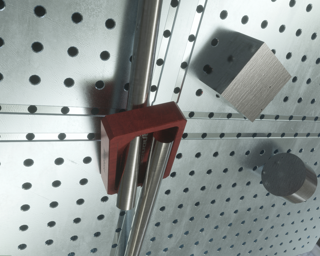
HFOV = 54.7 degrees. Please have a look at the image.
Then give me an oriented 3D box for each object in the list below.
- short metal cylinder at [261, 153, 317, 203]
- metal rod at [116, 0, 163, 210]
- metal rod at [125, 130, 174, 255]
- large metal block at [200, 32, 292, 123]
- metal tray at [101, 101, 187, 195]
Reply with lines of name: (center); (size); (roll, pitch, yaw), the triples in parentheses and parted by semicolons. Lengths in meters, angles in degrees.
short metal cylinder: (0.233, 0.091, 0.559); (0.050, 0.080, 0.080); (30, 102, -38)
metal rod: (-0.024, -0.036, 0.355); (0.025, 0.025, 0.298); (-3, 114, -27)
metal rod: (-0.025, 0.127, 0.446); (0.025, 0.025, 0.298); (-6, 130, -26)
large metal block: (0.116, -0.067, 0.417); (0.080, 0.050, 0.080); (32, 100, -38)
metal tray: (-0.025, 0.029, 0.383); (0.091, 0.030, 0.129); (-14, 145, -21)
